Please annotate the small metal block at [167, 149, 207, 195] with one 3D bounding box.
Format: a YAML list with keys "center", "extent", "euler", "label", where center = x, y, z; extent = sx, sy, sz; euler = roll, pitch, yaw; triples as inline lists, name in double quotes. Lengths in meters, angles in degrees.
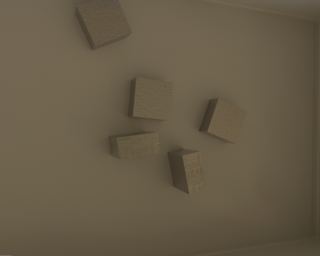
- center: [0.035, 0.056, 0.412]
  extent: [0.025, 0.050, 0.050]
  euler: [-12, 94, -20]
  label: "small metal block"

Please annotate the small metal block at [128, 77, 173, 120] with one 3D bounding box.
- center: [-0.012, -0.037, 0.407]
  extent: [0.050, 0.025, 0.050]
  euler: [6, 88, -20]
  label: "small metal block"

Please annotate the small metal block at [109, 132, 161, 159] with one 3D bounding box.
- center: [-0.033, 0.020, 0.386]
  extent: [0.050, 0.050, 0.025]
  euler: [-8, 93, -20]
  label: "small metal block"

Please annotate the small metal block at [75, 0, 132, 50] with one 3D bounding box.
- center: [-0.070, -0.131, 0.385]
  extent: [0.050, 0.025, 0.050]
  euler: [-27, 99, -18]
  label: "small metal block"

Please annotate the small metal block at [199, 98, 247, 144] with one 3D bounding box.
- center: [0.091, -0.009, 0.446]
  extent: [0.050, 0.025, 0.050]
  euler: [22, 83, -19]
  label: "small metal block"
